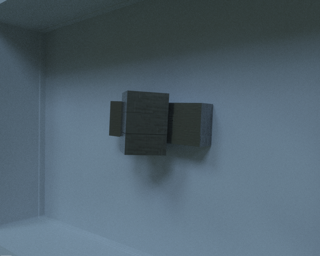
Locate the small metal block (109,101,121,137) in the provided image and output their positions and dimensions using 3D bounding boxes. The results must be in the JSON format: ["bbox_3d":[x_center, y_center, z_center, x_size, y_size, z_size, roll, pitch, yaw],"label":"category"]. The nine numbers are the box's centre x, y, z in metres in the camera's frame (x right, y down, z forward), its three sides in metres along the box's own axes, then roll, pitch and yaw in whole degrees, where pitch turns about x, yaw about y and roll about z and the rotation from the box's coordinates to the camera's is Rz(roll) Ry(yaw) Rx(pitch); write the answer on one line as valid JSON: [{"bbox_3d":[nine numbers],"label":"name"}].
[{"bbox_3d":[-0.045,-0.012,0.440,0.050,0.025,0.050,5,93,39],"label":"small metal block"}]

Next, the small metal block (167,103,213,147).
[{"bbox_3d":[0.035,-0.005,0.375,0.050,0.025,0.050,4,93,39],"label":"small metal block"}]

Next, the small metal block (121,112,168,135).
[{"bbox_3d":[-0.021,-0.006,0.391,0.050,0.050,0.025,-172,84,-76],"label":"small metal block"}]

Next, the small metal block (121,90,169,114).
[{"bbox_3d":[-0.020,-0.031,0.389,0.050,0.050,0.025,-169,81,-76],"label":"small metal block"}]

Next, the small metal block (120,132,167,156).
[{"bbox_3d":[-0.023,0.019,0.392,0.050,0.050,0.025,-172,84,-76],"label":"small metal block"}]
